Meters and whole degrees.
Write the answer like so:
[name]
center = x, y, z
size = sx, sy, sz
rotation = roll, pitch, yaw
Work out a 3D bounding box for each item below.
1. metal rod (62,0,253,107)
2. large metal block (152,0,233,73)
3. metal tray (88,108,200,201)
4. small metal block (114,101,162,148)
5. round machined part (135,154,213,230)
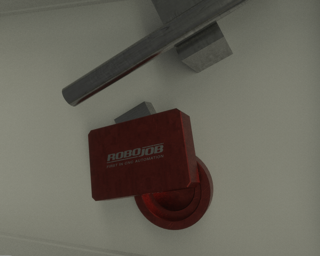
[metal rod]
center = 0.022, -0.102, 0.316
size = 0.300, 0.025, 0.025
rotation = -27, 81, 17
[large metal block]
center = 0.041, -0.118, 0.366
size = 0.050, 0.080, 0.080
rotation = -28, 81, 18
[metal tray]
center = -0.024, 0.036, 0.377
size = 0.130, 0.030, 0.090
rotation = -13, 74, 23
[small metal block]
center = -0.026, -0.001, 0.419
size = 0.050, 0.025, 0.050
rotation = -30, 81, 17
[round machined part]
center = 0.019, 0.075, 0.394
size = 0.098, 0.042, 0.097
rotation = 0, 90, 19
